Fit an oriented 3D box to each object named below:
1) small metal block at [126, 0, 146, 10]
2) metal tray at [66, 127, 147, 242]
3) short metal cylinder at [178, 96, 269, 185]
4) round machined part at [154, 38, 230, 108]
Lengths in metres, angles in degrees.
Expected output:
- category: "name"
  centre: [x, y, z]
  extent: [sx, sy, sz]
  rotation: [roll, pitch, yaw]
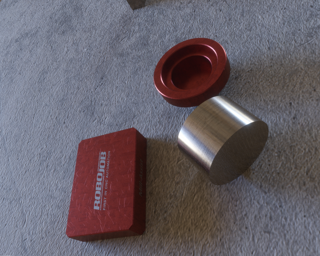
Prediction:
- category: "small metal block"
  centre: [-0.047, -0.256, 0.568]
  extent: [0.025, 0.050, 0.050]
  rotation: [-6, 59, 25]
- category: "metal tray"
  centre: [-0.064, 0.070, 0.390]
  extent: [0.090, 0.030, 0.130]
  rotation: [-14, 56, 20]
- category: "short metal cylinder"
  centre: [0.066, 0.013, 0.325]
  extent: [0.080, 0.080, 0.050]
  rotation: [-44, 51, -2]
- category: "round machined part"
  centre: [0.045, -0.068, 0.410]
  extent: [0.098, 0.042, 0.098]
  rotation: [-13, 56, 20]
